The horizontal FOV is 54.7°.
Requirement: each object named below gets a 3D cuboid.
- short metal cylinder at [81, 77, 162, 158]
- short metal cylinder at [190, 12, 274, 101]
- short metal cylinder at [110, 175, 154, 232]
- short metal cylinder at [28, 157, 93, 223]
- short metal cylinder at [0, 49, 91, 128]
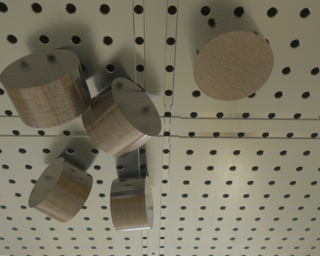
[{"bbox_3d":[-0.044,-0.012,0.365,0.050,0.080,0.080,-35,122,25],"label":"short metal cylinder"},{"bbox_3d":[0.074,-0.076,0.332,0.081,0.050,0.079,0,130,0],"label":"short metal cylinder"},{"bbox_3d":[-0.041,0.115,0.473,0.050,0.080,0.080,-7,130,5],"label":"short metal cylinder"},{"bbox_3d":[-0.144,0.089,0.450,0.080,0.080,0.050,-35,122,26],"label":"short metal cylinder"},{"bbox_3d":[-0.121,-0.044,0.336,0.080,0.080,0.050,-6,130,4],"label":"short metal cylinder"}]
